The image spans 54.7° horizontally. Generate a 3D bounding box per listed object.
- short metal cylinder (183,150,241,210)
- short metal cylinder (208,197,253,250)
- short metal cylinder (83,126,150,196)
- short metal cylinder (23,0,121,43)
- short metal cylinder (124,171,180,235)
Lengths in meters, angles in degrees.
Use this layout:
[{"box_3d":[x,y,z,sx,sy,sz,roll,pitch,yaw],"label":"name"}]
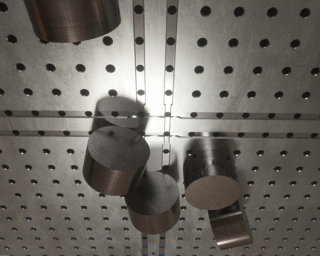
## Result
[{"box_3d":[0.076,0.078,0.463,0.081,0.050,0.079,0,130,0],"label":"short metal cylinder"},{"box_3d":[0.116,0.154,0.508,0.050,0.080,0.080,-19,128,15],"label":"short metal cylinder"},{"box_3d":[-0.059,0.042,0.411,0.081,0.080,0.050,12,129,-11],"label":"short metal cylinder"},{"box_3d":[-0.078,-0.117,0.275,0.080,0.080,0.050,-3,130,2],"label":"short metal cylinder"},{"box_3d":[-0.010,0.113,0.472,0.080,0.080,0.050,-4,130,3],"label":"short metal cylinder"}]
